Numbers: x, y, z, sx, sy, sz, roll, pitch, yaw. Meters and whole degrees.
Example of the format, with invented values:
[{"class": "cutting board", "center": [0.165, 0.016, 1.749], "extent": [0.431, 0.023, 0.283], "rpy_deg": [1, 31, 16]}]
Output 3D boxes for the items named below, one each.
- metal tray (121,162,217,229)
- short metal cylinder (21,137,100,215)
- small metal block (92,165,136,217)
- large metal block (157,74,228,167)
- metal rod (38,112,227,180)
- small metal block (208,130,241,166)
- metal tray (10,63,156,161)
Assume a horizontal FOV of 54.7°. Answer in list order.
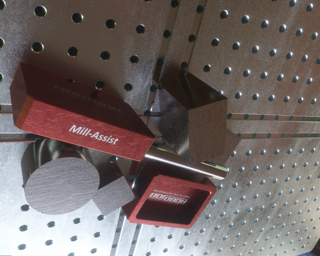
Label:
[{"class": "metal tray", "center": [0.017, 0.110, 0.484], "extent": [0.131, 0.030, 0.090], "rpy_deg": [20, 108, -36]}, {"class": "short metal cylinder", "center": [-0.117, 0.054, 0.363], "extent": [0.081, 0.050, 0.079], "rpy_deg": [-14, 124, -21]}, {"class": "small metal block", "center": [-0.068, 0.087, 0.429], "extent": [0.050, 0.025, 0.050], "rpy_deg": [-29, 128, -10]}, {"class": "large metal block", "center": [0.039, -0.012, 0.391], "extent": [0.050, 0.080, 0.079], "rpy_deg": [-17, 126, -19]}, {"class": "metal rod", "center": [-0.013, 0.030, 0.422], "extent": [0.302, 0.025, 0.025], "rpy_deg": [21, 107, -36]}, {"class": "small metal block", "center": [0.088, 0.026, 0.475], "extent": [0.050, 0.025, 0.050], "rpy_deg": [18, 109, -35]}, {"class": "metal tray", "center": [-0.078, -0.015, 0.316], "extent": [0.131, 0.090, 0.030], "rpy_deg": [20, 108, -36]}]
